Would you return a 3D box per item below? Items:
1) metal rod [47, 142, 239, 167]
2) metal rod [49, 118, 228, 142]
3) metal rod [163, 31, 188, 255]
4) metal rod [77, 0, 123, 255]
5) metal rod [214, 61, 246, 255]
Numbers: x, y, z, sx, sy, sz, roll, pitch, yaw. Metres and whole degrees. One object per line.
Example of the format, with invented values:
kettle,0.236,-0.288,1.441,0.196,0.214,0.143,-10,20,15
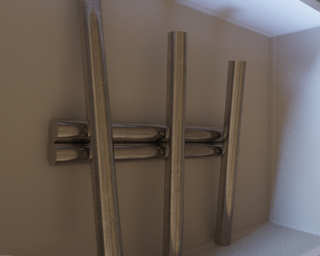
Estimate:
metal rod,0.006,0.031,0.412,0.302,0.025,0.025,2,89,-40
metal rod,0.007,0.007,0.413,0.302,0.025,0.025,2,89,-40
metal rod,0.019,0.030,0.391,0.025,0.025,0.298,2,89,-40
metal rod,-0.064,-0.013,0.322,0.025,0.025,0.298,-1,83,-40
metal rod,0.104,0.052,0.466,0.025,0.025,0.298,-5,102,-40
